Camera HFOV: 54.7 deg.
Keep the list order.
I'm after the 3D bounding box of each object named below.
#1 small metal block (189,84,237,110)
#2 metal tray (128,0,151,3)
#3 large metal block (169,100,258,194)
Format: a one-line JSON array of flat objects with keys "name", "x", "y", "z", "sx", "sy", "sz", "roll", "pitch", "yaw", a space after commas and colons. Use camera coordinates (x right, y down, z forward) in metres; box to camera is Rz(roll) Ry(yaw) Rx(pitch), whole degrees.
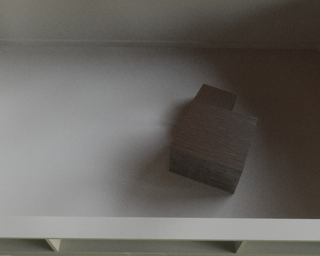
[{"name": "small metal block", "x": 0.073, "y": -0.030, "z": 0.431, "sx": 0.050, "sy": 0.025, "sz": 0.050, "roll": 22, "pitch": 53, "yaw": 17}, {"name": "metal tray", "x": -0.013, "y": -0.313, "z": 0.667, "sx": 0.131, "sy": 0.030, "sz": 0.090, "roll": -12, "pitch": 51, "yaw": -10}, {"name": "large metal block", "x": 0.064, "y": 0.021, "z": 0.372, "sx": 0.080, "sy": 0.050, "sz": 0.080, "roll": 18, "pitch": 52, "yaw": 14}]
